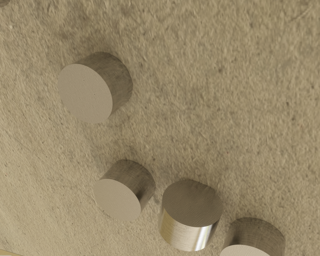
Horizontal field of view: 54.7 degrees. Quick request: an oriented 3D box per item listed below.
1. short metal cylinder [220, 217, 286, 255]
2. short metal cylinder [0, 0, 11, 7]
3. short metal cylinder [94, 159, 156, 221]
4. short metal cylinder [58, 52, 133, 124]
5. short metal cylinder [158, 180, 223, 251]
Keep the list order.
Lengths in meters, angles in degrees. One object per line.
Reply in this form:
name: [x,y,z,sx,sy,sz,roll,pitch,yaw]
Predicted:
short metal cylinder: [0.129,0.172,0.429,0.080,0.050,0.079,13,124,20]
short metal cylinder: [-0.239,-0.192,0.395,0.080,0.050,0.079,13,124,20]
short metal cylinder: [-0.054,0.095,0.476,0.080,0.050,0.079,13,124,20]
short metal cylinder: [-0.083,-0.052,0.400,0.080,0.050,0.079,13,124,20]
short metal cylinder: [0.040,0.118,0.422,0.080,0.080,0.050,20,126,16]
